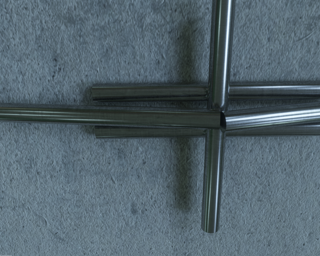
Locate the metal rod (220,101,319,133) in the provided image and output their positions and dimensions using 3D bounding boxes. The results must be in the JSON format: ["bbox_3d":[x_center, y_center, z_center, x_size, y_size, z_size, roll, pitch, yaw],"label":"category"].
[{"bbox_3d":[0.220,-0.023,0.379,0.302,0.025,0.025,-6,111,-9],"label":"metal rod"}]

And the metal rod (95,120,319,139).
[{"bbox_3d":[0.067,0.000,0.411,0.302,0.025,0.025,-1,110,-1],"label":"metal rod"}]

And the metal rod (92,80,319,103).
[{"bbox_3d":[0.067,-0.046,0.394,0.302,0.025,0.025,-1,110,-1],"label":"metal rod"}]

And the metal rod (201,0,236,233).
[{"bbox_3d":[0.070,0.001,0.386,0.025,0.025,0.298,0,110,0],"label":"metal rod"}]

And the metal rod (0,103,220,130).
[{"bbox_3d":[-0.080,-0.015,0.377,0.302,0.025,0.025,2,111,9],"label":"metal rod"}]
